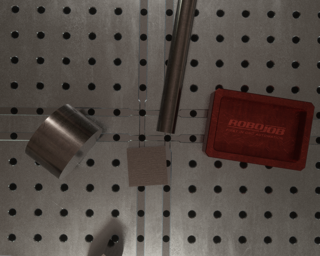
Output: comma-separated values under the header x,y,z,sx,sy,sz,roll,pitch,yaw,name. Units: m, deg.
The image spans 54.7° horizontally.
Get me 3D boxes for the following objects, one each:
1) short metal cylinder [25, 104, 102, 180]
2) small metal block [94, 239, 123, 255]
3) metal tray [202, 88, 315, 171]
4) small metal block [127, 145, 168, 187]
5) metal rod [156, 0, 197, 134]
x,y,z,sx,sy,sz,roll,pitch,yaw,name
-0.117,0.017,0.384,0.050,0.080,0.080,38,90,-1,short metal cylinder
-0.077,0.179,0.400,0.025,0.050,0.050,43,90,-1,small metal block
0.129,0.002,0.412,0.131,0.030,0.089,9,90,-1,metal tray
-0.017,0.050,0.413,0.050,0.025,0.050,-4,90,-1,small metal block
0.032,-0.141,0.413,0.025,0.025,0.298,9,90,-1,metal rod
